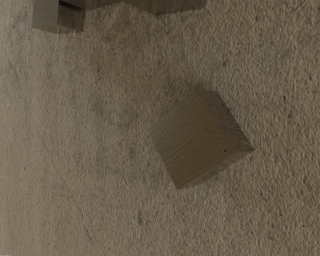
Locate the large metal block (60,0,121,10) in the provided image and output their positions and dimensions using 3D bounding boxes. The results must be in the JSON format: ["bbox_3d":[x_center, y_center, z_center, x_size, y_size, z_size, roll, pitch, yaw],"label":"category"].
[{"bbox_3d":[-0.111,-0.219,0.461,0.080,0.081,0.050,4,93,40],"label":"large metal block"}]

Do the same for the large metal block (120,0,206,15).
[{"bbox_3d":[0.001,-0.175,0.368,0.080,0.081,0.050,9,96,39],"label":"large metal block"}]

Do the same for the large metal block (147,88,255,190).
[{"bbox_3d":[0.044,0.013,0.353,0.080,0.050,0.080,-41,65,32],"label":"large metal block"}]

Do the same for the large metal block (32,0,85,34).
[{"bbox_3d":[-0.173,-0.210,0.532,0.080,0.050,0.079,10,97,39],"label":"large metal block"}]
